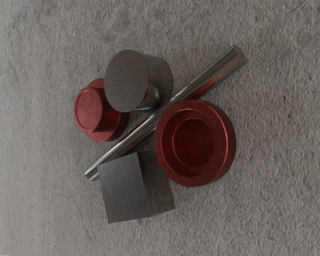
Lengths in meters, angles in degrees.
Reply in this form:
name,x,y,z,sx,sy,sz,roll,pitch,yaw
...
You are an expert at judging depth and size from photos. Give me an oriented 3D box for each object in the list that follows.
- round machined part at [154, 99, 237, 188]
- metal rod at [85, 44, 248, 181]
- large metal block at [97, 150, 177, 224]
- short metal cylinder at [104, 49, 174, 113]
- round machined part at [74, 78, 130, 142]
name,x,y,z,sx,sy,sz,roll,pitch,yaw
round machined part,0.044,0.017,0.359,0.098,0.042,0.097,0,90,40
metal rod,-0.011,-0.003,0.417,0.299,0.025,0.025,-38,67,33
large metal block,-0.033,0.079,0.418,0.080,0.050,0.080,-22,76,38
short metal cylinder,-0.029,-0.060,0.413,0.080,0.050,0.079,0,90,40
round machined part,-0.095,-0.027,0.473,0.098,0.042,0.097,0,90,40
